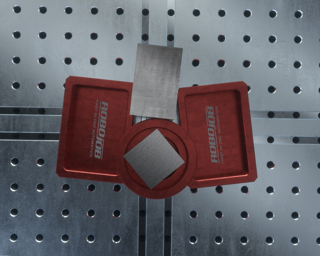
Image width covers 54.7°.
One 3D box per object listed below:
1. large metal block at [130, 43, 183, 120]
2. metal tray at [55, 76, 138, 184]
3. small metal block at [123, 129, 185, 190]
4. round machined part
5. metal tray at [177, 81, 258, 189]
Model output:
[{"bbox_3d":[-0.004,-0.052,0.382,0.050,0.080,0.080,6,90,0],"label":"large metal block"},{"bbox_3d":[-0.081,0.002,0.406,0.091,0.030,0.129,6,90,0],"label":"metal tray"},{"bbox_3d":[-0.007,0.036,0.367,0.050,0.025,0.050,-39,90,0],"label":"small metal block"},{"bbox_3d":[-0.004,0.037,0.392,0.099,0.042,0.097,0,90,0],"label":"round machined part"},{"bbox_3d":[0.072,0.009,0.407,0.091,0.030,0.129,-6,90,0],"label":"metal tray"}]
